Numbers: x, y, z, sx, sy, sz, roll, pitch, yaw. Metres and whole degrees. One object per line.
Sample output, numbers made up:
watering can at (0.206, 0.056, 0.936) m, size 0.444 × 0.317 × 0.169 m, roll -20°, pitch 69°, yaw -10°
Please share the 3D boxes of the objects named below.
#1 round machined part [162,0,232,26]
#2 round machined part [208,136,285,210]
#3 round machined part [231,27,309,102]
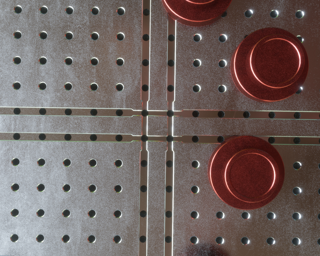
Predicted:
round machined part at (0.050, -0.188, 0.405) m, size 0.099 × 0.042 × 0.097 m, roll 0°, pitch 90°, yaw 0°
round machined part at (0.115, 0.059, 0.406) m, size 0.099 × 0.042 × 0.097 m, roll 0°, pitch 90°, yaw 0°
round machined part at (0.146, -0.084, 0.406) m, size 0.099 × 0.042 × 0.097 m, roll 0°, pitch 90°, yaw 0°
